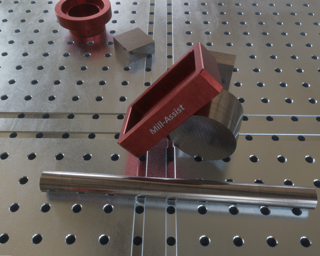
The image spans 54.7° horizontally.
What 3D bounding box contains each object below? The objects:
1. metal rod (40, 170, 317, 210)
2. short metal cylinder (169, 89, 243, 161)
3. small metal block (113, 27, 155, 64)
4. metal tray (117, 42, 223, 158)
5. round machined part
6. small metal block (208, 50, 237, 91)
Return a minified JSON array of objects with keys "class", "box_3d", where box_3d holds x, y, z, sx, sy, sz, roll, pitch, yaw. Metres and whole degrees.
[{"class":"metal rod","box_3d":[0.018,0.069,0.349,0.302,0.025,0.025,3,50,2]},{"class":"short metal cylinder","box_3d":[0.057,-0.005,0.376,0.080,0.080,0.050,14,52,12]},{"class":"small metal block","box_3d":[-0.044,-0.141,0.525,0.050,0.025,0.050,-28,56,-22]},{"class":"metal tray","box_3d":[0.009,-0.033,0.362,0.030,0.130,0.090,40,27,-20]},{"class":"round machined part","box_3d":[-0.137,-0.204,0.567,0.099,0.042,0.098,0,50,0]},{"class":"small metal block","box_3d":[0.083,-0.086,0.464,0.050,0.050,0.025,13,51,10]}]
